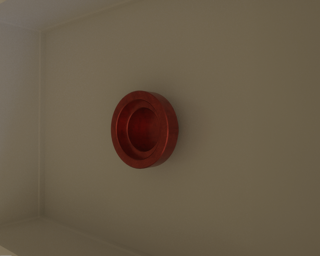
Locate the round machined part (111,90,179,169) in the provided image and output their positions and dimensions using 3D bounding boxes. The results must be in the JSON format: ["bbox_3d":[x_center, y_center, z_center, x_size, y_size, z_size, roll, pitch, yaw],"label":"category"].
[{"bbox_3d":[-0.015,0.002,0.401,0.098,0.042,0.097,0,90,39],"label":"round machined part"}]
